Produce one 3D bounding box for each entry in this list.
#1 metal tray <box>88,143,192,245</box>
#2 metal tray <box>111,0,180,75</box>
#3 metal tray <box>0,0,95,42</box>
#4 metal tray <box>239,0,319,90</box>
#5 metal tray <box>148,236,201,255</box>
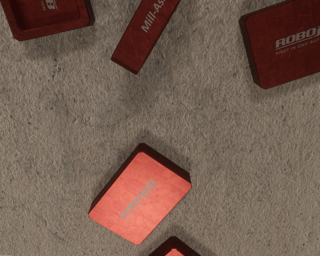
[{"bbox_3d":[-0.029,0.096,0.442,0.090,0.030,0.129,35,106,-13],"label":"metal tray"},{"bbox_3d":[-0.002,-0.125,0.328,0.030,0.090,0.129,30,107,-8],"label":"metal tray"},{"bbox_3d":[-0.135,-0.170,0.342,0.090,0.030,0.129,-12,110,4],"label":"metal tray"},{"bbox_3d":[0.170,-0.109,0.369,0.131,0.030,0.090,-18,109,6],"label":"metal tray"},{"bbox_3d":[0.037,0.243,0.497,0.130,0.030,0.090,41,105,-14],"label":"metal tray"}]
